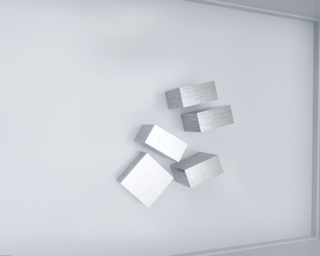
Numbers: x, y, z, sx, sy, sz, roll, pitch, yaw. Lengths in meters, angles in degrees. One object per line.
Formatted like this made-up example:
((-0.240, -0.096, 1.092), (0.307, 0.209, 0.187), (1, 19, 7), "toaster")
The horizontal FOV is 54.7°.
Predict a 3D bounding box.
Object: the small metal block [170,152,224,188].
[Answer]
((0.048, 0.055, 0.416), (0.050, 0.050, 0.025), (-22, 98, -19), "small metal block")

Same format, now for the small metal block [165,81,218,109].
((0.041, -0.043, 0.414), (0.050, 0.050, 0.025), (-14, 95, -20), "small metal block")

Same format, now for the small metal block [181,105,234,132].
((0.063, -0.013, 0.422), (0.050, 0.050, 0.025), (-15, 95, -20), "small metal block")

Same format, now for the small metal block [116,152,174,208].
((-0.020, 0.067, 0.404), (0.050, 0.025, 0.050), (45, 76, -15), "small metal block")

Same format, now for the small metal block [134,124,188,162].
((0.000, 0.019, 0.398), (0.050, 0.050, 0.025), (31, 80, -18), "small metal block")
